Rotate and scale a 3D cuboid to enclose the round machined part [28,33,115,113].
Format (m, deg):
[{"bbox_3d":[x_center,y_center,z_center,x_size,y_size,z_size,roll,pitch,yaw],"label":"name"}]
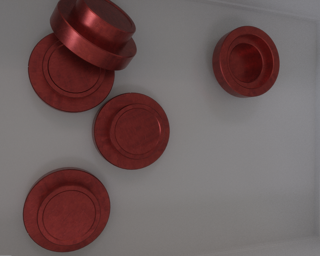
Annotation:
[{"bbox_3d":[-0.102,-0.067,0.364,0.099,0.042,0.097,0,90,-20],"label":"round machined part"}]

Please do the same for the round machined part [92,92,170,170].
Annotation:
[{"bbox_3d":[-0.033,0.004,0.389,0.099,0.042,0.097,0,90,-20],"label":"round machined part"}]

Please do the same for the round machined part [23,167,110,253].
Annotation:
[{"bbox_3d":[-0.107,0.097,0.362,0.099,0.042,0.097,0,90,-20],"label":"round machined part"}]

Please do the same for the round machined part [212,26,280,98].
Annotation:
[{"bbox_3d":[0.118,-0.092,0.445,0.099,0.042,0.097,0,90,-20],"label":"round machined part"}]

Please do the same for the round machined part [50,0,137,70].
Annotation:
[{"bbox_3d":[-0.067,-0.113,0.346,0.098,0.098,0.042,32,121,-17],"label":"round machined part"}]
